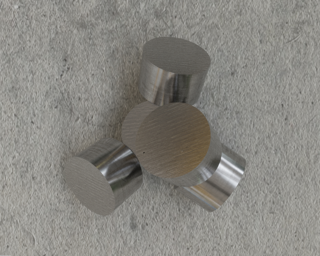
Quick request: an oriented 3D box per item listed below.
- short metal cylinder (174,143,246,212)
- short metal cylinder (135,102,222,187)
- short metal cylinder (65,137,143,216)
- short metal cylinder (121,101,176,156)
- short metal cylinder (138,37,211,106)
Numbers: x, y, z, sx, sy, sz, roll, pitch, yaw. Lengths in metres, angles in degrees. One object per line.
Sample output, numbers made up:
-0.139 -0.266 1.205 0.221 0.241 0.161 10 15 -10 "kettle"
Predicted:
0.061 0.056 0.384 0.050 0.080 0.080 35 90 0 "short metal cylinder"
0.021 0.019 0.332 0.080 0.050 0.080 -8 67 21 "short metal cylinder"
-0.068 0.058 0.377 0.080 0.050 0.079 19 125 29 "short metal cylinder"
-0.006 0.006 0.398 0.081 0.050 0.080 0 90 -1 "short metal cylinder"
0.016 -0.068 0.377 0.080 0.080 0.050 14 133 0 "short metal cylinder"
